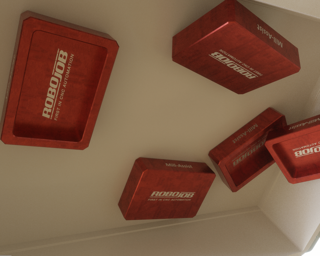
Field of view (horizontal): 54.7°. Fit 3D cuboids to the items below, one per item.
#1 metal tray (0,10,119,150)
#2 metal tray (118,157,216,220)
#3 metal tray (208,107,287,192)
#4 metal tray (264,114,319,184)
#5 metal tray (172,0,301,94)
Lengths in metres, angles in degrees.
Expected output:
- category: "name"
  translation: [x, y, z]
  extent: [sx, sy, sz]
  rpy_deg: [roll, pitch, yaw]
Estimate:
- category: "metal tray"
  translation: [-0.106, -0.042, 0.321]
  extent: [0.091, 0.030, 0.129]
  rpy_deg: [8, 115, -32]
- category: "metal tray"
  translation: [0.012, 0.094, 0.470]
  extent: [0.131, 0.030, 0.089]
  rpy_deg: [9, 114, -32]
- category: "metal tray"
  translation: [0.152, 0.038, 0.511]
  extent: [0.130, 0.030, 0.090]
  rpy_deg: [-36, 129, -4]
- category: "metal tray"
  translation: [0.238, 0.029, 0.464]
  extent: [0.090, 0.130, 0.030]
  rpy_deg: [54, 41, -13]
- category: "metal tray"
  translation: [0.090, -0.087, 0.365]
  extent: [0.131, 0.090, 0.030]
  rpy_deg: [18, 64, -36]
